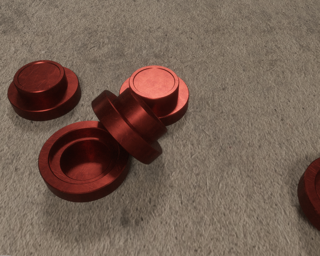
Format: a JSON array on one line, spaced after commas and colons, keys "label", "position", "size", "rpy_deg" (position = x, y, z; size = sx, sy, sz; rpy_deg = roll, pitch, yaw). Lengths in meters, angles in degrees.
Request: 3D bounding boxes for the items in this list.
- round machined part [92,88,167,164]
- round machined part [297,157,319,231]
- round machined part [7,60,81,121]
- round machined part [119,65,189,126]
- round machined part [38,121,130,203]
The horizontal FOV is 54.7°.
[{"label": "round machined part", "position": [-0.029, -0.008, 0.358], "size": [0.042, 0.098, 0.098], "rpy_deg": [-42, 57, 5]}, {"label": "round machined part", "position": [0.196, 0.079, 0.328], "size": [0.099, 0.042, 0.098], "rpy_deg": [0, 50, 0]}, {"label": "round machined part", "position": [-0.166, -0.060, 0.440], "size": [0.099, 0.042, 0.098], "rpy_deg": [0, 50, 0]}, {"label": "round machined part", "position": [-0.008, -0.050, 0.435], "size": [0.099, 0.042, 0.098], "rpy_deg": [0, 50, 0]}, {"label": "round machined part", "position": [-0.084, 0.041, 0.356], "size": [0.099, 0.042, 0.098], "rpy_deg": [0, 50, 0]}]
